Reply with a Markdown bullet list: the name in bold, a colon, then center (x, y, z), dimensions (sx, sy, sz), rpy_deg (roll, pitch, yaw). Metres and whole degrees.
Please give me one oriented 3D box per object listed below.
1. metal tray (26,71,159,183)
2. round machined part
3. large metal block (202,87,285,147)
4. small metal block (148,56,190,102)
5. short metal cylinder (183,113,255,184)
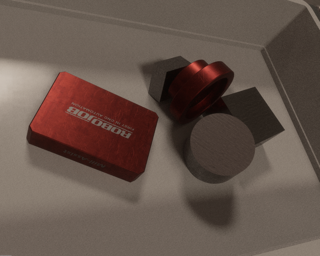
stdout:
- **metal tray**: center (-0.073, -0.001, 0.365), dimensions (0.131, 0.030, 0.090), rpy_deg (24, 53, -14)
- **round machined part**: center (0.050, -0.054, 0.421), dimensions (0.099, 0.097, 0.042), rpy_deg (-28, 69, -37)
- **large metal block**: center (0.125, -0.008, 0.464), dimensions (0.081, 0.050, 0.080), rpy_deg (-19, 72, -36)
- **small metal block**: center (0.014, -0.070, 0.438), dimensions (0.050, 0.050, 0.025), rpy_deg (-24, 53, -37)
- **short metal cylinder**: center (0.074, 0.027, 0.398), dimensions (0.081, 0.050, 0.080), rpy_deg (2, 69, -6)
